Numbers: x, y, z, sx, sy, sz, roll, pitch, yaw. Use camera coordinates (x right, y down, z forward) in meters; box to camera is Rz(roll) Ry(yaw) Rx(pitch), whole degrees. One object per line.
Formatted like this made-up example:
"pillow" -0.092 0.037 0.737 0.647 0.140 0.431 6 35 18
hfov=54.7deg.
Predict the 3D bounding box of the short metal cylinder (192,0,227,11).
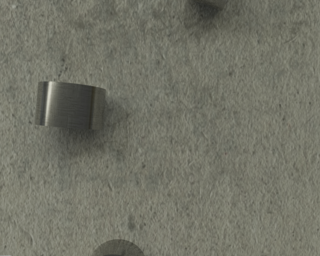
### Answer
"short metal cylinder" 0.069 -0.193 0.383 0.050 0.080 0.080 21 90 0

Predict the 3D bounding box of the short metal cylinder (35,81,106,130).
"short metal cylinder" -0.109 -0.026 0.381 0.081 0.080 0.050 5 90 -1

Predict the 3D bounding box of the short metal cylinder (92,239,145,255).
"short metal cylinder" -0.057 0.191 0.397 0.081 0.050 0.079 0 90 -1
